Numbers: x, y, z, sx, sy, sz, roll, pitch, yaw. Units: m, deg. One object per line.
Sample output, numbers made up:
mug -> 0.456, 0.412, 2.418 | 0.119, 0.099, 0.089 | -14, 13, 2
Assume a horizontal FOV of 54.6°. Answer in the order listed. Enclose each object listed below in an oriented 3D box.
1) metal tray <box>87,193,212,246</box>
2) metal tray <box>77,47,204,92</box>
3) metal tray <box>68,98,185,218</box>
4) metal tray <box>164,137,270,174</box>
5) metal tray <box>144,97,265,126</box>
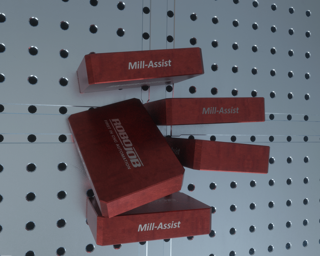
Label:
metal tray -> -0.016, 0.104, 0.372 | 0.131, 0.090, 0.030 | 1, 90, -20
metal tray -> -0.026, -0.067, 0.368 | 0.131, 0.090, 0.030 | -9, 93, -20
metal tray -> -0.041, 0.025, 0.349 | 0.091, 0.130, 0.030 | -17, 139, -19
metal tray -> 0.056, 0.030, 0.377 | 0.091, 0.130, 0.030 | 6, 88, -20
metal tray -> 0.054, -0.020, 0.397 | 0.131, 0.090, 0.030 | -2, 91, -20
